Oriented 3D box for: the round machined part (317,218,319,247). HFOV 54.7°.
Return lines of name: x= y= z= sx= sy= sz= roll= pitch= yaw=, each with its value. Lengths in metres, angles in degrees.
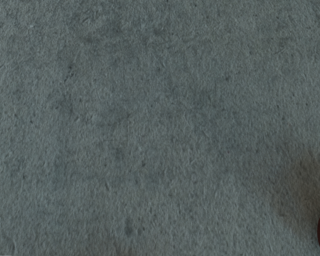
round machined part: x=0.230 y=0.128 z=0.355 sx=0.099 sy=0.042 sz=0.098 roll=0 pitch=70 yaw=-1
